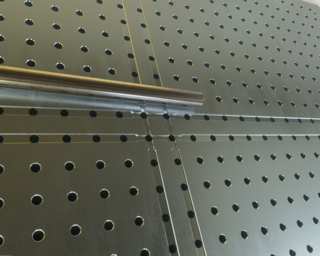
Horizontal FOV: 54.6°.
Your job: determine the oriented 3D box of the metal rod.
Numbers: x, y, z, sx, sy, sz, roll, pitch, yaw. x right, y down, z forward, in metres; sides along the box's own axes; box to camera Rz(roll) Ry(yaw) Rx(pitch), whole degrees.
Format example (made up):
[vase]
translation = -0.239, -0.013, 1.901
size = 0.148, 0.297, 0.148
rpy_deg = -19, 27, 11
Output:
[metal rod]
translation = -0.077, -0.051, 0.397
size = 0.302, 0.025, 0.025
rpy_deg = 4, 60, -26
